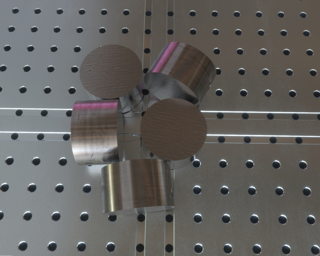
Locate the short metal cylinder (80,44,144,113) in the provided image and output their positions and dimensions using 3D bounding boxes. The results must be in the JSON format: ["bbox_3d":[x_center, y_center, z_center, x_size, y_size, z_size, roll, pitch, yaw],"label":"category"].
[{"bbox_3d":[-0.063,-0.065,0.421,0.080,0.050,0.080,0,70,1],"label":"short metal cylinder"}]

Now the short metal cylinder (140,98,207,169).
[{"bbox_3d":[0.016,0.008,0.395,0.081,0.050,0.080,0,70,-1],"label":"short metal cylinder"}]

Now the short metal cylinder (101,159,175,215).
[{"bbox_3d":[-0.026,0.070,0.356,0.081,0.080,0.050,-6,71,-2],"label":"short metal cylinder"}]

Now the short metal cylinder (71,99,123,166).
[{"bbox_3d":[-0.074,0.005,0.381,0.050,0.080,0.080,-2,70,-1],"label":"short metal cylinder"}]

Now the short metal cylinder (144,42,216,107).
[{"bbox_3d":[0.026,-0.066,0.407,0.080,0.080,0.050,27,72,9],"label":"short metal cylinder"}]
